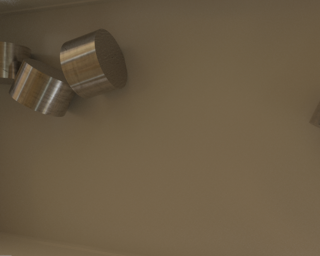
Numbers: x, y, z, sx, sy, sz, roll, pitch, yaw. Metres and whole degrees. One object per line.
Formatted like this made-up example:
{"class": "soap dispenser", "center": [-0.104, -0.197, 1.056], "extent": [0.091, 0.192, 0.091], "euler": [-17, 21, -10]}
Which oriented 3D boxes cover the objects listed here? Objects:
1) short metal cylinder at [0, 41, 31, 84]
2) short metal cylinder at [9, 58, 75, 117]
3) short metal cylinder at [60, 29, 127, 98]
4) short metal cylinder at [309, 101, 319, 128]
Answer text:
{"class": "short metal cylinder", "center": [-0.236, -0.095, 0.462], "extent": [0.080, 0.080, 0.050], "euler": [1, 90, 19]}
{"class": "short metal cylinder", "center": [-0.162, -0.057, 0.437], "extent": [0.080, 0.080, 0.050], "euler": [32, 100, 17]}
{"class": "short metal cylinder", "center": [-0.085, -0.084, 0.410], "extent": [0.050, 0.080, 0.080], "euler": [-14, 86, 19]}
{"class": "short metal cylinder", "center": [0.201, -0.012, 0.311], "extent": [0.080, 0.080, 0.050], "euler": [26, 99, 18]}
